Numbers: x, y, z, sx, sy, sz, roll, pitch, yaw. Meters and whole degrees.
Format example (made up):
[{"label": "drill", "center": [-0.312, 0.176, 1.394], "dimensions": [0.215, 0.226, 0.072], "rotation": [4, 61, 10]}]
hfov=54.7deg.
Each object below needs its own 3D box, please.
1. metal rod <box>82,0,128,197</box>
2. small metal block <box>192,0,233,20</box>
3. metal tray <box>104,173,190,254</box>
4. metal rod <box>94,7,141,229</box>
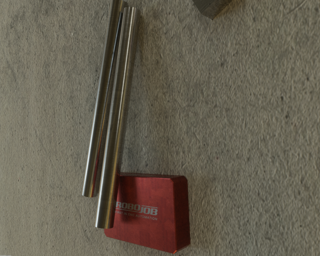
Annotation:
[{"label": "metal rod", "center": [-0.086, -0.039, 0.473], "dimensions": [0.025, 0.025, 0.298], "rotation": [17, 101, 38]}, {"label": "small metal block", "center": [0.060, -0.163, 0.354], "dimensions": [0.050, 0.025, 0.050], "rotation": [-39, 67, 33]}, {"label": "metal tray", "center": [-0.023, 0.108, 0.419], "dimensions": [0.130, 0.030, 0.089], "rotation": [-4, 88, 39]}, {"label": "metal rod", "center": [-0.057, -0.017, 0.424], "dimensions": [0.025, 0.025, 0.298], "rotation": [3, 84, 39]}]
